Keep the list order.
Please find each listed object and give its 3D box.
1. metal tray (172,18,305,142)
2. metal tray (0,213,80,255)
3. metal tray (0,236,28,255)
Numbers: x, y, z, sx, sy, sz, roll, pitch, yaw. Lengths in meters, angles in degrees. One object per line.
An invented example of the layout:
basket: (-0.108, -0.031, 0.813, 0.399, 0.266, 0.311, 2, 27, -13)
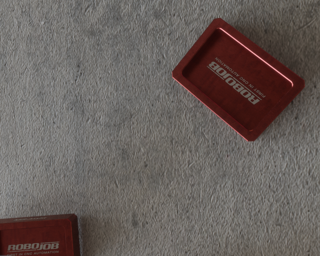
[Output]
metal tray: (0.091, -0.058, 0.374, 0.130, 0.030, 0.090, 43, 103, 15)
metal tray: (-0.186, 0.178, 0.451, 0.131, 0.030, 0.089, -5, 88, 2)
metal tray: (-0.274, 0.245, 0.503, 0.090, 0.030, 0.129, 18, 96, 19)
